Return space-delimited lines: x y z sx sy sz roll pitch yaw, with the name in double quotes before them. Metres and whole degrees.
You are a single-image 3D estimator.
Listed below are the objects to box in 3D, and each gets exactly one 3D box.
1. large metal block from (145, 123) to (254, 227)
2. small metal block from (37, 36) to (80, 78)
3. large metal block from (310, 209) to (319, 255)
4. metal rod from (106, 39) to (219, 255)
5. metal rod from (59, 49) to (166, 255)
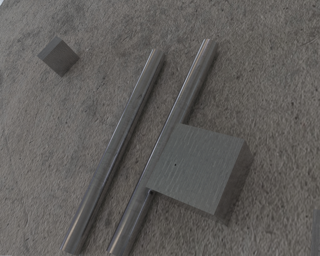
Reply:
"large metal block" 0.045 0.048 0.335 0.080 0.050 0.080 15 70 34
"small metal block" -0.184 -0.129 0.564 0.025 0.050 0.050 35 81 38
"large metal block" 0.159 0.114 0.235 0.080 0.050 0.080 3 63 29
"metal rod" 0.011 0.011 0.390 0.025 0.025 0.300 12 68 33
"metal rod" -0.055 0.018 0.421 0.025 0.025 0.300 9 66 32
